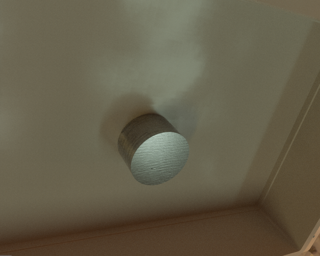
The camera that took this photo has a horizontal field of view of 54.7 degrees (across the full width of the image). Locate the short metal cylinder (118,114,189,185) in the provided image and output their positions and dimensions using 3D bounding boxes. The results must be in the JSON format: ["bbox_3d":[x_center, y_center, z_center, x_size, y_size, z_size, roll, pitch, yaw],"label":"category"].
[{"bbox_3d":[-0.009,0.028,0.406,0.081,0.050,0.079,-14,125,-21],"label":"short metal cylinder"}]
